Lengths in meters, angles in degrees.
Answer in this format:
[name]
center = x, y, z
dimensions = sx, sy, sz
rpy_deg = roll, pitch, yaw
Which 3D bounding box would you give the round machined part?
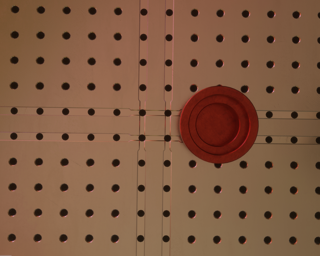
[round machined part]
center = 0.074, -0.004, 0.406
dimensions = 0.099, 0.042, 0.097
rpy_deg = 0, 90, -1
